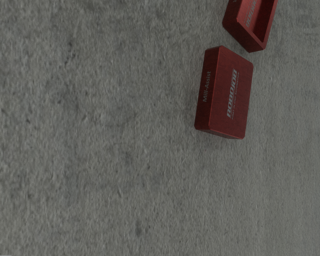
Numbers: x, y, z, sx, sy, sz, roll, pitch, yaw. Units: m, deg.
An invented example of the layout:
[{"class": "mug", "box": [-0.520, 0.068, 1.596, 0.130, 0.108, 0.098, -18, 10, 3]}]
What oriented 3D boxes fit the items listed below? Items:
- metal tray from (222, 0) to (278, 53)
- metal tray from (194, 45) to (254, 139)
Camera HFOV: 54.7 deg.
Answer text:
[{"class": "metal tray", "box": [0.161, -0.210, 0.538, 0.090, 0.030, 0.130, 30, 71, -36]}, {"class": "metal tray", "box": [0.104, -0.053, 0.491, 0.091, 0.030, 0.129, 15, 80, -39]}]
